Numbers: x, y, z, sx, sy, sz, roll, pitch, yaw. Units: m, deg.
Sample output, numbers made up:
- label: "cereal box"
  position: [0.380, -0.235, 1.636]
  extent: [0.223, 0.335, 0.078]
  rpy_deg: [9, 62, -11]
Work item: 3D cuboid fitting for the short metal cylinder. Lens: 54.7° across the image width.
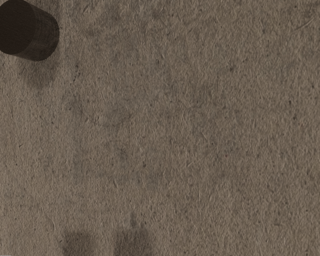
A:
- label: "short metal cylinder"
  position: [-0.201, -0.145, 0.465]
  extent: [0.080, 0.050, 0.079]
  rpy_deg: [0, 90, 19]
